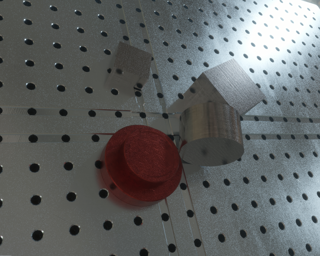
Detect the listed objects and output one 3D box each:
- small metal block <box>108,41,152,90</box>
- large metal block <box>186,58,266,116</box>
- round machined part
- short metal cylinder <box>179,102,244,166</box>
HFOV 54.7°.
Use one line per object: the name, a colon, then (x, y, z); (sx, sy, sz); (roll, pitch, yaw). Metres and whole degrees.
small metal block: (-0.041, -0.089, 0.440); (0.050, 0.025, 0.050); (18, 55, -18)
large metal block: (0.102, -0.052, 0.479); (0.081, 0.050, 0.080); (-29, 78, -38)
round machined part: (-0.016, 0.038, 0.365); (0.099, 0.042, 0.098); (14, 56, -21)
short metal cylinder: (0.065, 0.010, 0.402); (0.081, 0.080, 0.050); (15, 56, -20)
